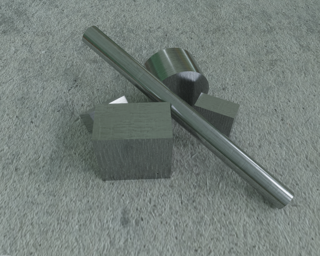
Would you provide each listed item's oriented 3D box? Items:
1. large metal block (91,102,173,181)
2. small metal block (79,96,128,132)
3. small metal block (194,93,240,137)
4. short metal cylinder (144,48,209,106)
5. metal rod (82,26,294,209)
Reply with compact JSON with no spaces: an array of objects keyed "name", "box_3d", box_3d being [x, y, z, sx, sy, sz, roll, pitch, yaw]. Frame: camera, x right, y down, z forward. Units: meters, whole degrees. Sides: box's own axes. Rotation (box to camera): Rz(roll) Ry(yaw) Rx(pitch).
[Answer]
[{"name":"large metal block","box_3d":[-0.029,0.017,0.353,0.081,0.080,0.050,-2,51,-2]},{"name":"small metal block","box_3d":[-0.070,-0.018,0.400,0.050,0.025,0.050,-31,14,-24]},{"name":"small metal block","box_3d":[0.070,-0.012,0.398,0.050,0.050,0.025,20,53,15]},{"name":"short metal cylinder","box_3d":[0.019,-0.060,0.419,0.081,0.080,0.050,-13,51,-11]},{"name":"metal rod","box_3d":[0.026,-0.018,0.360,0.300,0.025,0.025,41,59,8]}]
